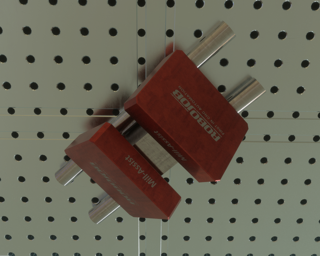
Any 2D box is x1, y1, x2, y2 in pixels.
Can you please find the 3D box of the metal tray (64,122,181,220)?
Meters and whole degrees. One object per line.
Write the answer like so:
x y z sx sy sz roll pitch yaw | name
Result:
-0.046 0.057 0.376 0.130 0.030 0.090 48 146 -16 | metal tray

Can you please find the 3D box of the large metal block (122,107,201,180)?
0.001 0.011 0.388 0.080 0.080 0.050 -40 106 13 | large metal block

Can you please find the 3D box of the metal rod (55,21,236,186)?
-0.028 -0.024 0.404 0.300 0.025 0.025 -41 106 13 | metal rod

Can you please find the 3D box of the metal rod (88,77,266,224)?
0.015 0.038 0.428 0.300 0.025 0.025 -40 106 13 | metal rod

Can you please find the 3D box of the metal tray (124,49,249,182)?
0.035 -0.012 0.351 0.130 0.030 0.090 45 60 -15 | metal tray
